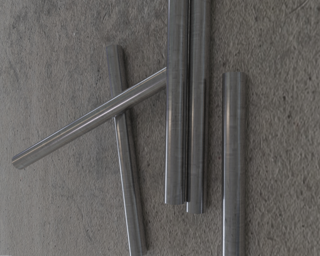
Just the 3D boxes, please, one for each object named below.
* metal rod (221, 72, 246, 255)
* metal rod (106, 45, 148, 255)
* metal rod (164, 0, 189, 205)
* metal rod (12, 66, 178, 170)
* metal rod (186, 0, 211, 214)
[{"bbox_3d":[0.080,0.090,0.338,0.025,0.025,0.298,1,90,40],"label":"metal rod"},{"bbox_3d":[-0.049,0.028,0.445,0.025,0.025,0.298,-13,82,39],"label":"metal rod"},{"bbox_3d":[0.020,-0.062,0.364,0.025,0.025,0.298,1,90,40],"label":"metal rod"},{"bbox_3d":[-0.102,-0.008,0.443,0.300,0.025,0.025,-27,72,21],"label":"metal rod"},{"bbox_3d":[0.046,-0.050,0.367,0.025,0.025,0.298,2,91,40],"label":"metal rod"}]
